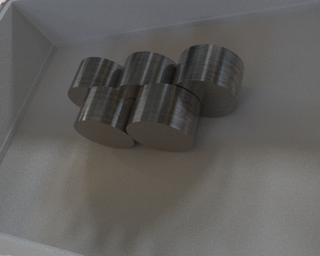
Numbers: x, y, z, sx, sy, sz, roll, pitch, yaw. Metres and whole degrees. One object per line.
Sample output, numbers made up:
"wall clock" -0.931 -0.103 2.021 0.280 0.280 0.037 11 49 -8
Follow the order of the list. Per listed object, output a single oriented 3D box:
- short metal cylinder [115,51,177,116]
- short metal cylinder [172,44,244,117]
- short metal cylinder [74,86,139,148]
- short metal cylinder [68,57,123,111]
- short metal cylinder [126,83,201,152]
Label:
"short metal cylinder" -0.014 -0.055 0.410 0.080 0.080 0.050 1 62 28
"short metal cylinder" 0.056 -0.054 0.372 0.080 0.080 0.050 2 63 29
"short metal cylinder" -0.066 -0.012 0.411 0.080 0.080 0.050 1 62 28
"short metal cylinder" -0.085 -0.057 0.449 0.080 0.080 0.050 1 62 28
"short metal cylinder" 0.005 -0.010 0.372 0.080 0.080 0.050 1 62 28
